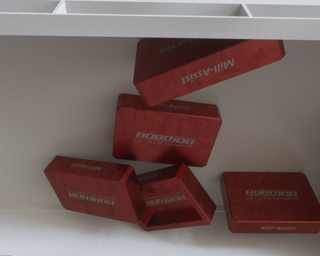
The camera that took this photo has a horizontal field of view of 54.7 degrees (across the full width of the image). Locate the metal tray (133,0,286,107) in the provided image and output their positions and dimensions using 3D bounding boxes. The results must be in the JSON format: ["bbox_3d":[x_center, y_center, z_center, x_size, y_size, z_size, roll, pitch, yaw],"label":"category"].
[{"bbox_3d":[0.041,-0.077,0.301,0.130,0.090,0.030,-19,128,15],"label":"metal tray"}]

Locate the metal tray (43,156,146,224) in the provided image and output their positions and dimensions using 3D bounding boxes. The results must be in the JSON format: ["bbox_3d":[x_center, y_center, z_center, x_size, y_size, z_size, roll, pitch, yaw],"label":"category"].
[{"bbox_3d":[-0.093,0.089,0.448,0.130,0.030,0.089,4,129,21],"label":"metal tray"}]

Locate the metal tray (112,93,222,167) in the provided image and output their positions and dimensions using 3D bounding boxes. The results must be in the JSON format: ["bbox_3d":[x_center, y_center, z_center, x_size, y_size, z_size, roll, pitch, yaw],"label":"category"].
[{"bbox_3d":[0.006,0.006,0.411,0.131,0.030,0.089,6,130,-6],"label":"metal tray"}]

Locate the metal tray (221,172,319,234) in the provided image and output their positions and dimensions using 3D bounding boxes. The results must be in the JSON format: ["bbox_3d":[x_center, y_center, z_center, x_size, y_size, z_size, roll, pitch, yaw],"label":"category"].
[{"bbox_3d":[0.163,0.109,0.461,0.131,0.090,0.030,1,130,-1],"label":"metal tray"}]

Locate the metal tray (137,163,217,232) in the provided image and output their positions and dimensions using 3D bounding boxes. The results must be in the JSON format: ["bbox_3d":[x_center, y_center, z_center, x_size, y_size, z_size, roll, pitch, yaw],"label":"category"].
[{"bbox_3d":[0.005,0.107,0.457,0.130,0.030,0.090,-21,113,37],"label":"metal tray"}]
